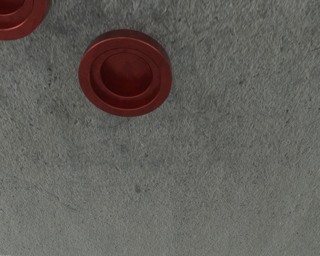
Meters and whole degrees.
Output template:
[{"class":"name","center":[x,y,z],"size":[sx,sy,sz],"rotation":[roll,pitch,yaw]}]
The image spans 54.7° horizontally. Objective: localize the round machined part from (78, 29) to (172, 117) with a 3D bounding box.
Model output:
[{"class":"round machined part","center":[-0.036,-0.063,0.342],"size":[0.099,0.042,0.097],"rotation":[0,130,0]}]

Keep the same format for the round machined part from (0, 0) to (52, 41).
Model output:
[{"class":"round machined part","center":[-0.148,-0.134,0.281],"size":[0.099,0.042,0.097],"rotation":[0,130,0]}]
